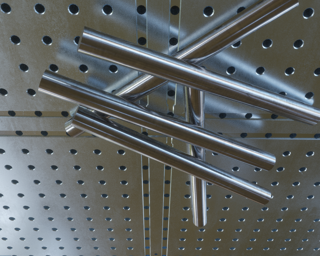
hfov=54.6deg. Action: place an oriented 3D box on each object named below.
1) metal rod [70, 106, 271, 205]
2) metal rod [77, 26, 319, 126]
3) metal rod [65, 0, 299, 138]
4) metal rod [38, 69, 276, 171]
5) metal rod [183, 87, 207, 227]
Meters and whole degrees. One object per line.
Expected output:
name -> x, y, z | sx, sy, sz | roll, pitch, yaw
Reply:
metal rod -> 0.029, 0.044, 0.414 | 0.301, 0.025, 0.025 | 25, 126, -20
metal rod -> 0.062, -0.049, 0.343 | 0.302, 0.025, 0.025 | 14, 129, -22
metal rod -> 0.006, -0.064, 0.356 | 0.300, 0.025, 0.025 | -28, 125, 22
metal rod -> 0.010, -0.003, 0.374 | 0.302, 0.025, 0.025 | 20, 127, -16
metal rod -> 0.055, 0.052, 0.455 | 0.025, 0.025, 0.298 | -5, 130, 4
